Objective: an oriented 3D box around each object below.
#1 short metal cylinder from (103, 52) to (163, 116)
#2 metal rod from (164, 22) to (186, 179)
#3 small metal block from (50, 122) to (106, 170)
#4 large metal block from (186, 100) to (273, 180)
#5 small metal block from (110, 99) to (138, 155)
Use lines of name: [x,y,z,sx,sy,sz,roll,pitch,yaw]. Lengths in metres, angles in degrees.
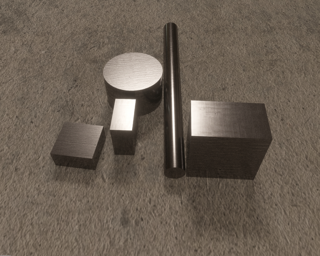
short metal cylinder: [-0.037,-0.062,0.439,0.081,0.050,0.080,0,50,0]
metal rod: [0.018,-0.062,0.455,0.025,0.025,0.300,1,50,0]
small metal block: [-0.100,0.022,0.384,0.050,0.025,0.050,7,50,5]
large metal block: [0.073,0.016,0.355,0.081,0.080,0.050,3,50,2]
small metal block: [-0.044,-0.001,0.387,0.025,0.050,0.050,2,50,1]
